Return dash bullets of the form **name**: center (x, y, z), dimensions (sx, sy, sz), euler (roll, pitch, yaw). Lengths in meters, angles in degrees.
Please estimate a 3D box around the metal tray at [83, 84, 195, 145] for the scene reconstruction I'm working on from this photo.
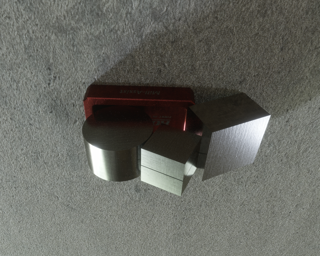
- **metal tray**: center (-0.025, -0.009, 0.397), dimensions (0.131, 0.030, 0.089), euler (2, 130, -2)

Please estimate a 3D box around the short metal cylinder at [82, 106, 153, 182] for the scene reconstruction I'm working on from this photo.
- **short metal cylinder**: center (-0.048, 0.017, 0.370), dimensions (0.081, 0.080, 0.050), euler (1, 130, -1)

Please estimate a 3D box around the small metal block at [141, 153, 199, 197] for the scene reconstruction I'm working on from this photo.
- **small metal block**: center (0.012, 0.045, 0.361), dimensions (0.050, 0.050, 0.025), euler (19, 131, 18)

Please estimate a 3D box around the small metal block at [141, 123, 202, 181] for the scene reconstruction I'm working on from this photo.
- **small metal block**: center (0.013, 0.025, 0.345), dimensions (0.050, 0.050, 0.025), euler (19, 131, 18)

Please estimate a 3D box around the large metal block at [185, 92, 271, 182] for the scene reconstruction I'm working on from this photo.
- **large metal block**: center (0.078, 0.010, 0.383), dimensions (0.081, 0.050, 0.079), euler (-15, 134, -22)
